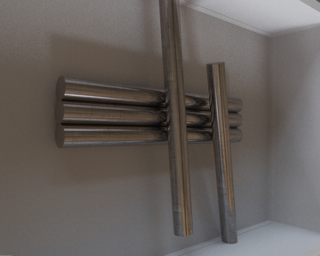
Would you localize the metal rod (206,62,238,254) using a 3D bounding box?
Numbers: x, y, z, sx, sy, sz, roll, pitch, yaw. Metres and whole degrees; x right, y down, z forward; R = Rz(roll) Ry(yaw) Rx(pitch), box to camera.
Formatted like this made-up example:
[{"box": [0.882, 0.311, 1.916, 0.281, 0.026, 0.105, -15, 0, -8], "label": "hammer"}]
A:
[{"box": [0.095, 0.054, 0.461, 0.025, 0.025, 0.298, -20, 110, -38], "label": "metal rod"}]

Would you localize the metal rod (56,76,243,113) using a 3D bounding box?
[{"box": [0.013, -0.039, 0.418, 0.302, 0.025, 0.025, 1, 90, -40], "label": "metal rod"}]

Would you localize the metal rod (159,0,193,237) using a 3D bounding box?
[{"box": [0.021, -0.013, 0.391, 0.025, 0.025, 0.298, -7, 94, -40], "label": "metal rod"}]

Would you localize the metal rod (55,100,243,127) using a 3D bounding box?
[{"box": [0.012, -0.015, 0.417, 0.302, 0.025, 0.025, 1, 90, -40], "label": "metal rod"}]

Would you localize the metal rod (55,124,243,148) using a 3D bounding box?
[{"box": [0.012, 0.010, 0.417, 0.302, 0.025, 0.025, 1, 90, -40], "label": "metal rod"}]
